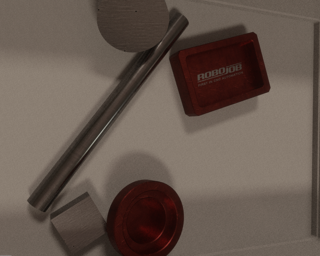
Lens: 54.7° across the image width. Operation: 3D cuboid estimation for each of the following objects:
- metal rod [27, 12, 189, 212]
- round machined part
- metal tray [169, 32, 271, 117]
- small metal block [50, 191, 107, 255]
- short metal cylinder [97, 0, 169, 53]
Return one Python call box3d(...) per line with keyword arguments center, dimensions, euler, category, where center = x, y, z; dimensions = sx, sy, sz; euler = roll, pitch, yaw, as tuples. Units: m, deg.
box3d(center=(-0.057, -0.029, 0.390), dimensions=(0.025, 0.025, 0.300), euler=(39, 77, -16), category="metal rod")
box3d(center=(-0.021, 0.114, 0.387), dimensions=(0.099, 0.042, 0.097), euler=(2, 86, -33), category="round machined part")
box3d(center=(0.088, -0.077, 0.441), dimensions=(0.131, 0.030, 0.089), euler=(-19, 97, -19), category="metal tray")
box3d(center=(-0.097, 0.114, 0.376), dimensions=(0.050, 0.025, 0.050), euler=(-31, 101, -18), category="small metal block")
box3d(center=(-0.033, -0.137, 0.364), dimensions=(0.081, 0.050, 0.079), euler=(-5, 135, -5), category="short metal cylinder")
